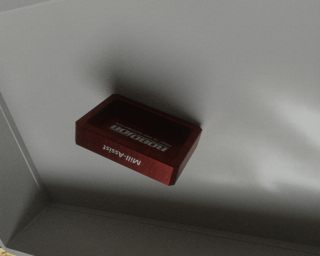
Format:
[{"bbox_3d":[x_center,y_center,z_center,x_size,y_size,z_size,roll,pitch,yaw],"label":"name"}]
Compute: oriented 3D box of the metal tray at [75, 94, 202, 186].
[{"bbox_3d":[-0.024,0.009,0.379,0.130,0.090,0.030,22,127,13],"label":"metal tray"}]
